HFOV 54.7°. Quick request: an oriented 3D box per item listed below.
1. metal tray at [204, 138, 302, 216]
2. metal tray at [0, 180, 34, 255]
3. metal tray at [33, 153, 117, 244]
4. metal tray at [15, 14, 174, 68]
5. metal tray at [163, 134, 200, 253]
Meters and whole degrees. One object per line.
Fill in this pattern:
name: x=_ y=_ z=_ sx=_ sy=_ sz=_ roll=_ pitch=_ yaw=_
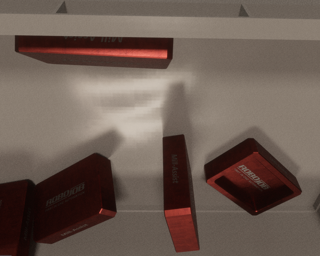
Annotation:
metal tray: x=0.143 y=0.080 z=0.475 sx=0.090 sy=0.030 sz=0.130 roll=-37 pitch=122 yaw=27
metal tray: x=-0.240 y=0.148 z=0.459 sx=0.090 sy=0.130 sz=0.030 roll=-10 pitch=146 yaw=5
metal tray: x=-0.127 y=0.103 z=0.449 sx=0.130 sy=0.090 sz=0.030 roll=-28 pitch=144 yaw=21
metal tray: x=-0.055 y=-0.079 z=0.297 sx=0.131 sy=0.090 sz=0.030 roll=2 pitch=95 yaw=-3
metal tray: x=0.027 y=0.083 z=0.411 sx=0.030 sy=0.130 sz=0.090 roll=-9 pitch=130 yaw=7
